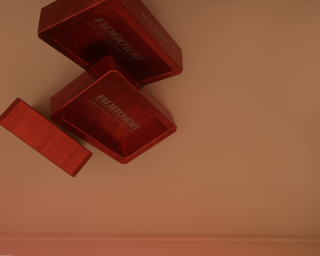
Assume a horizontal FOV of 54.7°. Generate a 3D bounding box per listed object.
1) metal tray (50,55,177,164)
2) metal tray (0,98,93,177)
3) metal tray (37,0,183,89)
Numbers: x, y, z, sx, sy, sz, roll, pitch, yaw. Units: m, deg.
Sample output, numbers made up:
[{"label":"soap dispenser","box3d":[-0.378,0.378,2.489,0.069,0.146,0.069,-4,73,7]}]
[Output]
[{"label":"metal tray","box3d":[-0.050,-0.014,0.368,0.090,0.030,0.130,-34,137,14]},{"label":"metal tray","box3d":[-0.130,0.011,0.358,0.090,0.130,0.030,40,77,-14]},{"label":"metal tray","box3d":[-0.044,-0.087,0.320,0.090,0.030,0.130,-14,154,26]}]
